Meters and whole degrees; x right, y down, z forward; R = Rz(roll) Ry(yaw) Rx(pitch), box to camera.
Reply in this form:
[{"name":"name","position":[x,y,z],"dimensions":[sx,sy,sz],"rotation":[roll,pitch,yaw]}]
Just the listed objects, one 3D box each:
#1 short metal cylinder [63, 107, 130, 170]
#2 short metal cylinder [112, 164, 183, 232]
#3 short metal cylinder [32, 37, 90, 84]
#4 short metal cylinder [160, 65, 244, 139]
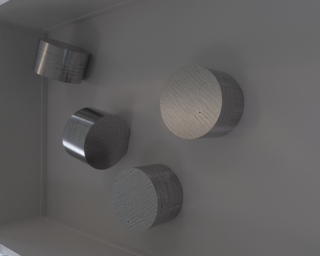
[{"name":"short metal cylinder","position":[-0.091,0.014,0.446],"dimensions":[0.050,0.081,0.079],"rotation":[18,101,38]},{"name":"short metal cylinder","position":[-0.017,0.089,0.405],"dimensions":[0.080,0.050,0.080],"rotation":[0,90,40]},{"name":"short metal cylinder","position":[-0.160,-0.110,0.503],"dimensions":[0.080,0.081,0.050],"rotation":[31,110,35]},{"name":"short metal cylinder","position":[0.047,-0.028,0.352],"dimensions":[0.080,0.050,0.080],"rotation":[0,90,40]}]
